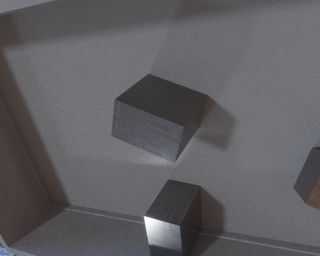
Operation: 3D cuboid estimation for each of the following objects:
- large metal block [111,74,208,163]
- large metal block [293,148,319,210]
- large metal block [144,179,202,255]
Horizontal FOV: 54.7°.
[{"bbox_3d":[0.001,-0.015,0.363,0.080,0.080,0.050,22,127,15],"label":"large metal block"},{"bbox_3d":[0.186,0.061,0.302,0.080,0.080,0.050,24,96,14],"label":"large metal block"},{"bbox_3d":[0.023,0.134,0.444,0.050,0.080,0.079,8,122,24],"label":"large metal block"}]
